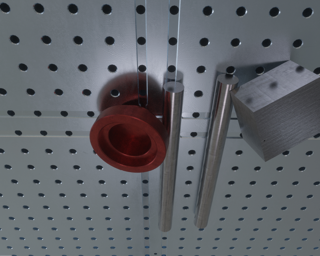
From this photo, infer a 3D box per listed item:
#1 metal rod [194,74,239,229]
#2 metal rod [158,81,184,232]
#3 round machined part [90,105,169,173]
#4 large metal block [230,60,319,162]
[{"bbox_3d":[0.076,0.056,0.459,0.025,0.025,0.298,1,130,-1],"label":"metal rod"},{"bbox_3d":[0.013,0.064,0.466,0.025,0.025,0.298,1,130,-1],"label":"metal rod"},{"bbox_3d":[-0.036,0.009,0.400,0.098,0.042,0.097,7,131,9],"label":"round machined part"},{"bbox_3d":[0.138,-0.020,0.364,0.080,0.050,0.080,-28,127,-2],"label":"large metal block"}]
